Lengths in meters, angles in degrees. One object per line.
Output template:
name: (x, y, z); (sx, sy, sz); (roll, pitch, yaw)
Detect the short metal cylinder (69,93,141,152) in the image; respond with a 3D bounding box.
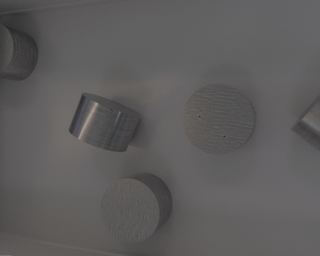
short metal cylinder: (-0.072, -0.008, 0.407); (0.080, 0.080, 0.050); (25, 99, 18)

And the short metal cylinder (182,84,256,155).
short metal cylinder: (0.072, -0.010, 0.372); (0.080, 0.050, 0.080); (0, 90, 20)

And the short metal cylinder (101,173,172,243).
short metal cylinder: (-0.030, 0.102, 0.408); (0.080, 0.050, 0.080); (0, 90, 20)

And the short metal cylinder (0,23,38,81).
short metal cylinder: (-0.240, -0.117, 0.482); (0.080, 0.050, 0.080); (0, 90, 20)

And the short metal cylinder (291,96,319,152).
short metal cylinder: (0.182, -0.013, 0.317); (0.050, 0.080, 0.080); (41, 103, 15)
